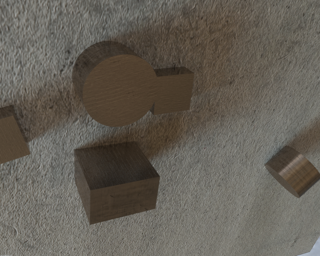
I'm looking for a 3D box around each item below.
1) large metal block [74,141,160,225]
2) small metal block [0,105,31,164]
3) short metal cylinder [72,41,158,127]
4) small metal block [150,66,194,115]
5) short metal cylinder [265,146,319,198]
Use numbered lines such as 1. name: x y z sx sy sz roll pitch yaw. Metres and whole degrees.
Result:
1. large metal block: -0.056 0.063 0.381 0.081 0.080 0.050 -7 122 -25
2. small metal block: -0.170 0.010 0.321 0.050 0.025 0.050 -20 126 -17
3. short metal cylinder: -0.049 -0.048 0.335 0.081 0.050 0.079 -14 124 -21
4. small metal block: 0.012 -0.047 0.386 0.050 0.025 0.050 -10 123 -24
5. short metal cylinder: 0.235 0.077 0.551 0.050 0.080 0.080 -43 130 1
